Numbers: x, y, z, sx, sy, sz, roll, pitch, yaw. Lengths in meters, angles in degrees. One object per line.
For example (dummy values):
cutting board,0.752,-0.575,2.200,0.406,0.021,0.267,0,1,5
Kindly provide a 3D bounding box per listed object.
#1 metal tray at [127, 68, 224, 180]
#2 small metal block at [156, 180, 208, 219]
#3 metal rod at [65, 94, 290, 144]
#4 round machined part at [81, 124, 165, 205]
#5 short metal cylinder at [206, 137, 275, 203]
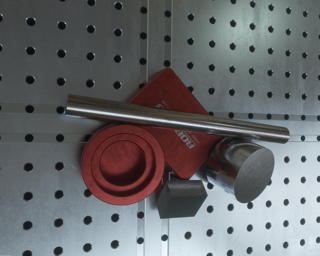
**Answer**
metal tray,0.018,-0.004,0.419,0.090,0.030,0.130,-45,105,-15
small metal block,0.028,0.094,0.410,0.050,0.025,0.050,3,132,-21
metal rod,0.037,-0.007,0.394,0.302,0.025,0.025,7,88,-20
round machined part,-0.047,0.041,0.382,0.099,0.042,0.097,-2,97,-15
short metal cylinder,0.111,0.055,0.426,0.081,0.050,0.079,-16,118,-32
